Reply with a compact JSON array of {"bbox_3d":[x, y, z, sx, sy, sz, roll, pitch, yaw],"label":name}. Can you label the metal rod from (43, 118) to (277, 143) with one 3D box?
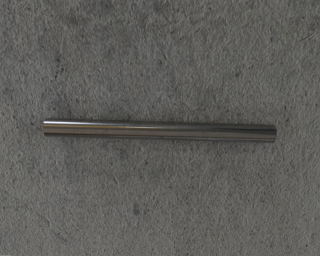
[{"bbox_3d":[0.001,0.004,0.412,0.302,0.025,0.025,2,110,-1],"label":"metal rod"}]
